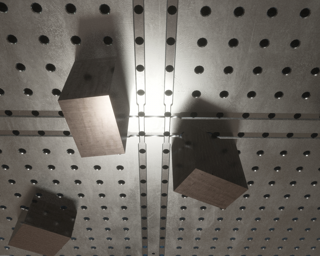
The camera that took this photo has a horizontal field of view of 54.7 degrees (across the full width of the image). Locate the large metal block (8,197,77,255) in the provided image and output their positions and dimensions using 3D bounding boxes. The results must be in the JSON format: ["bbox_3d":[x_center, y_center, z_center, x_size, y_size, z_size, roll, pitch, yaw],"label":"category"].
[{"bbox_3d":[-0.205,0.176,0.542,0.080,0.050,0.080,27,125,-22],"label":"large metal block"}]

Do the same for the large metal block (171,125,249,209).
[{"bbox_3d":[0.064,0.053,0.422,0.080,0.080,0.050,23,126,-19],"label":"large metal block"}]

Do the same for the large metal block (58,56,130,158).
[{"bbox_3d":[-0.069,-0.025,0.354,0.050,0.080,0.080,-6,130,4],"label":"large metal block"}]
